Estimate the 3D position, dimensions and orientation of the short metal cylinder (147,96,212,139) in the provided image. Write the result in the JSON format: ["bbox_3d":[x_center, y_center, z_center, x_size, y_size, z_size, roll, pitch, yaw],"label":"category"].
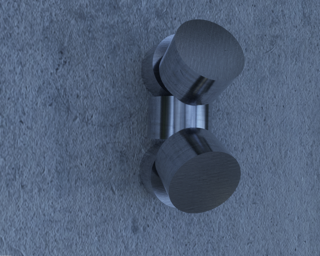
[{"bbox_3d":[0.025,-0.011,0.391,0.081,0.080,0.050,2,90,-20],"label":"short metal cylinder"}]

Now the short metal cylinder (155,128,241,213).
[{"bbox_3d":[0.040,0.046,0.341,0.081,0.050,0.079,-8,120,-14],"label":"short metal cylinder"}]

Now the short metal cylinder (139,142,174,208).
[{"bbox_3d":[0.018,0.058,0.404,0.081,0.050,0.080,0,90,-20],"label":"short metal cylinder"}]

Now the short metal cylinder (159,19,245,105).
[{"bbox_3d":[0.045,-0.072,0.344,0.081,0.050,0.080,9,62,-17],"label":"short metal cylinder"}]

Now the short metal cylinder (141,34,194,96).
[{"bbox_3d":[0.021,-0.077,0.405,0.081,0.050,0.080,0,90,-20],"label":"short metal cylinder"}]
